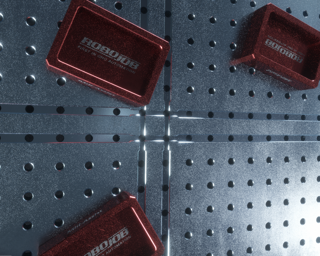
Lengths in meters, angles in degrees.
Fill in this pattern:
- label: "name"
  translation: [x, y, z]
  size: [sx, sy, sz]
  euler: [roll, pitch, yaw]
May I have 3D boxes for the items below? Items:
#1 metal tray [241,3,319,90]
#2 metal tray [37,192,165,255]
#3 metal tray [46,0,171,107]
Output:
- label: "metal tray"
  translation: [0.198, -0.123, 0.484]
  size: [0.131, 0.030, 0.090]
  euler: [20, 83, -19]
- label: "metal tray"
  translation: [-0.070, 0.152, 0.384]
  size: [0.131, 0.030, 0.090]
  euler: [-31, 101, -18]
- label: "metal tray"
  translation: [-0.062, -0.091, 0.387]
  size: [0.131, 0.030, 0.090]
  euler: [22, 82, -19]
